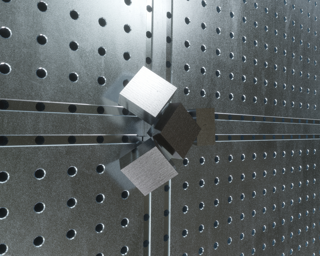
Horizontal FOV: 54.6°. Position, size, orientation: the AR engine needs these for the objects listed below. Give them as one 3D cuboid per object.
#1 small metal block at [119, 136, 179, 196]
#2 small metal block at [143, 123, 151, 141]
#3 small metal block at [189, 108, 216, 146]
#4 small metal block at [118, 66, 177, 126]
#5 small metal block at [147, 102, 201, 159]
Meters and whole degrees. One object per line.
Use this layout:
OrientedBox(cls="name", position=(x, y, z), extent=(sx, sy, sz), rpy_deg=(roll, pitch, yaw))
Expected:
OrientedBox(cls="small metal block", position=(-0.014, 0.047, 0.380), extent=(0.050, 0.025, 0.050), rpy_deg=(-35, 117, 6))
OrientedBox(cls="small metal block", position=(0.006, 0.004, 0.413), extent=(0.050, 0.025, 0.050), rpy_deg=(2, 92, -40))
OrientedBox(cls="small metal block", position=(0.058, -0.002, 0.437), extent=(0.025, 0.050, 0.050), rpy_deg=(-2, 92, -7))
OrientedBox(cls="small metal block", position=(-0.015, -0.039, 0.379), extent=(0.050, 0.025, 0.050), rpy_deg=(34, 64, 4))
OrientedBox(cls="small metal block", position=(0.019, 0.004, 0.391), extent=(0.050, 0.025, 0.050), rpy_deg=(49, 61, -29))
